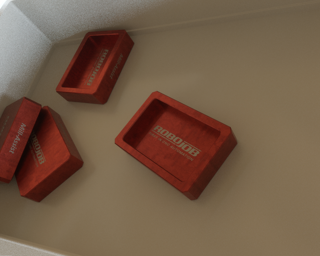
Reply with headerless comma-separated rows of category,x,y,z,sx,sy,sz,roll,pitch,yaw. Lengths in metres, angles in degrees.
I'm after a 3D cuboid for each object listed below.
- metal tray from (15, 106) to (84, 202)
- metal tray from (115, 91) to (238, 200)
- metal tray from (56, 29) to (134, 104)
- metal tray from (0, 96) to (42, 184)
metal tray,-0.180,0.035,0.473,0.090,0.030,0.130,-40,51,0
metal tray,0.016,0.016,0.383,0.130,0.030,0.090,31,78,37
metal tray,-0.108,-0.105,0.521,0.090,0.030,0.130,8,65,31
metal tray,-0.240,0.021,0.487,0.090,0.030,0.130,-11,57,46
